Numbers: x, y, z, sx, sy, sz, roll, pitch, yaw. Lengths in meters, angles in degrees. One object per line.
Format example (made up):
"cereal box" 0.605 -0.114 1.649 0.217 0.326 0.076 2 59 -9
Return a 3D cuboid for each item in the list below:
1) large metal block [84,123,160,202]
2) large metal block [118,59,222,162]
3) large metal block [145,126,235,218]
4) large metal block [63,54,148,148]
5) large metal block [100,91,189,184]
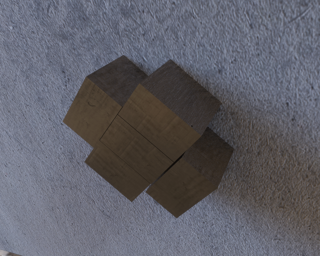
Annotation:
"large metal block" -0.038 0.036 0.414 0.080 0.080 0.050 41 129 0
"large metal block" 0.014 -0.023 0.351 0.080 0.080 0.050 41 129 0
"large metal block" 0.038 0.052 0.384 0.050 0.080 0.080 41 129 0
"large metal block" -0.063 -0.034 0.384 0.050 0.080 0.080 41 129 0
"large metal block" -0.012 0.007 0.382 0.080 0.080 0.050 41 129 0
